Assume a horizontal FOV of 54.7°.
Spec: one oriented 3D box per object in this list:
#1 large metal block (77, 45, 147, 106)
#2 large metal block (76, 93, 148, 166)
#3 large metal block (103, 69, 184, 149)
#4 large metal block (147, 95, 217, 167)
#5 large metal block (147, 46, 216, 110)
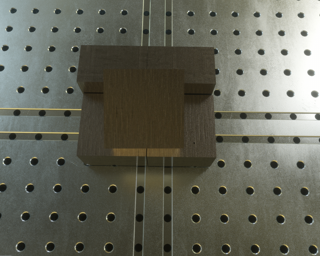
[{"bbox_3d":[-0.056,-0.063,0.404,0.081,0.080,0.050,1,70,0],"label":"large metal block"},{"bbox_3d":[-0.056,0.003,0.395,0.081,0.050,0.080,1,70,0],"label":"large metal block"},{"bbox_3d":[-0.016,-0.021,0.335,0.081,0.050,0.079,0,94,-1],"label":"large metal block"},{"bbox_3d":[0.026,0.004,0.394,0.081,0.050,0.080,1,70,0],"label":"large metal block"},{"bbox_3d":[0.025,-0.062,0.404,0.081,0.080,0.050,1,70,0],"label":"large metal block"}]
